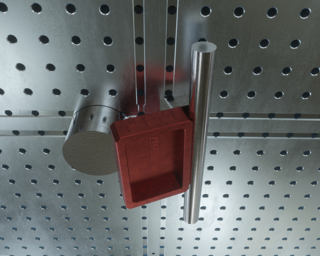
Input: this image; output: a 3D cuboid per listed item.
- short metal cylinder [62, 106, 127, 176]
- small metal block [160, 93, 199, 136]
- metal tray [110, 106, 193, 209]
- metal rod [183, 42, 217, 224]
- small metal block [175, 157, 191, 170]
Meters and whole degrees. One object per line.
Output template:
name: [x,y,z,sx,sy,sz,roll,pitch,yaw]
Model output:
short metal cylinder: [-0.082,0.017,0.408,0.081,0.050,0.079,0,130,0]
small metal block: [0.031,-0.015,0.399,0.050,0.025,0.050,-12,130,9]
metal tray: [-0.008,0.041,0.391,0.091,0.030,0.129,-14,132,-14]
metal rod: [0.047,0.032,0.406,0.025,0.025,0.298,-1,130,0]
small metal block: [0.020,0.052,0.455,0.050,0.025,0.050,32,123,-25]
